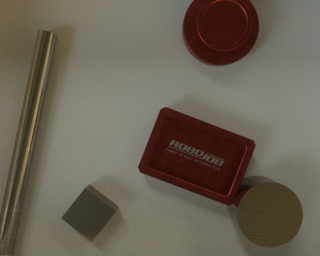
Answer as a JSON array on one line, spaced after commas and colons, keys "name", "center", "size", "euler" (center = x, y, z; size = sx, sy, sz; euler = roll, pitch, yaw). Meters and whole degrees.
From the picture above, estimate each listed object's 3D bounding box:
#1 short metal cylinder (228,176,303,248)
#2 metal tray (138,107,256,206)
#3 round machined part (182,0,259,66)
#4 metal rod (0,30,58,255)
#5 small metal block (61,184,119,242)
[{"name": "short metal cylinder", "center": [0.133, 0.105, 0.401], "size": [0.081, 0.050, 0.079], "euler": [0, 90, -1]}, {"name": "metal tray", "center": [0.047, 0.036, 0.409], "size": [0.131, 0.030, 0.090], "euler": [21, 90, -1]}, {"name": "round machined part", "center": [0.079, -0.131, 0.400], "size": [0.099, 0.042, 0.097], "euler": [0, 96, 0]}, {"name": "metal rod", "center": [-0.178, 0.021, 0.409], "size": [0.025, 0.025, 0.298], "euler": [12, 90, -1]}, {"name": "small metal block", "center": [-0.092, 0.112, 0.410], "size": [0.050, 0.025, 0.050], "euler": [38, 90, -1]}]
